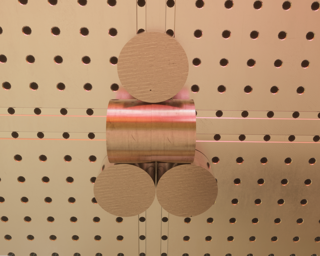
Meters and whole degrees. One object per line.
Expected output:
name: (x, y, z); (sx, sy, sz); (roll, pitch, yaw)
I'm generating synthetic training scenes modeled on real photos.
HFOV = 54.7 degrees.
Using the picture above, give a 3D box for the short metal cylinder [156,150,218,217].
short metal cylinder: (0.035, 0.074, 0.426); (0.081, 0.050, 0.079); (0, 110, -1)

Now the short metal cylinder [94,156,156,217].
short metal cylinder: (-0.046, 0.074, 0.426); (0.081, 0.050, 0.079); (0, 110, -1)

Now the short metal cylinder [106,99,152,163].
short metal cylinder: (-0.035, 0.004, 0.385); (0.050, 0.080, 0.079); (0, 110, -1)

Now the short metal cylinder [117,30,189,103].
short metal cylinder: (-0.008, -0.076, 0.372); (0.081, 0.050, 0.079); (0, 110, -1)

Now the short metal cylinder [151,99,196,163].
short metal cylinder: (0.015, 0.004, 0.386); (0.050, 0.080, 0.079); (0, 110, -1)
